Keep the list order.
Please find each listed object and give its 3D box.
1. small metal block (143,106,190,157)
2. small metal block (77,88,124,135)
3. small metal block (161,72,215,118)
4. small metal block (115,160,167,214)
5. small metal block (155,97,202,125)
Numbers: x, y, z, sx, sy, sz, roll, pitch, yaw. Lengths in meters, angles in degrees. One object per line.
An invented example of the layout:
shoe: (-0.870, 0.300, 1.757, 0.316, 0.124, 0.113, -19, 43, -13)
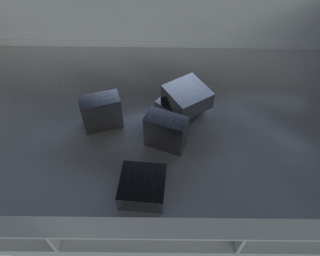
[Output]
small metal block: (0.007, 0.005, 0.385, 0.050, 0.050, 0.025, 17, 52, 13)
small metal block: (-0.076, -0.021, 0.405, 0.050, 0.050, 0.025, -13, 52, -11)
small metal block: (0.036, -0.041, 0.408, 0.050, 0.025, 0.050, -25, 55, -20)
small metal block: (-0.020, 0.066, 0.349, 0.050, 0.025, 0.050, 4, 50, 3)
small metal block: (0.028, -0.030, 0.431, 0.050, 0.025, 0.050, 33, 57, 24)
